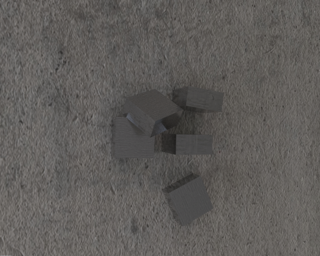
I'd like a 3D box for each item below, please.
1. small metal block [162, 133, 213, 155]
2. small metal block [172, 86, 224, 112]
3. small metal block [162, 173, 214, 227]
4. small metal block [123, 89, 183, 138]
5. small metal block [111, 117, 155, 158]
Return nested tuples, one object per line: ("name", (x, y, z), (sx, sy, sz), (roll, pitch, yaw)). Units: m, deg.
("small metal block", (0.035, 0.021, 0.408), (0.050, 0.050, 0.025), (1, 90, -20))
("small metal block", (0.049, -0.037, 0.413), (0.050, 0.050, 0.025), (8, 88, -20))
("small metal block", (0.038, 0.097, 0.423), (0.050, 0.025, 0.050), (-25, 99, -18))
("small metal block", (-0.009, -0.020, 0.382), (0.050, 0.050, 0.025), (-24, 144, -43))
("small metal block", (-0.035, 0.012, 0.396), (0.050, 0.025, 0.050), (3, 89, -20))
